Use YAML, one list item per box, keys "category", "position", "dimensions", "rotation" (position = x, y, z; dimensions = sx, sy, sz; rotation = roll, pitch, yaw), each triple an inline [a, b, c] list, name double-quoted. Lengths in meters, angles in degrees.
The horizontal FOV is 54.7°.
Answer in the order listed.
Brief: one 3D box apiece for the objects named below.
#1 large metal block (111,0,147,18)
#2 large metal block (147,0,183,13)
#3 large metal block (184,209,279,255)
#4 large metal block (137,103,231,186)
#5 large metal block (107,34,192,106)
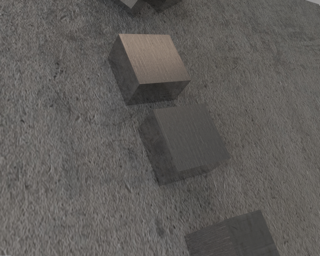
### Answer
- category: "large metal block"
  position: [-0.050, -0.234, 0.477]
  dimensions: [0.080, 0.050, 0.080]
  rotation: [38, 93, -3]
- category: "large metal block"
  position: [0.002, -0.261, 0.548]
  dimensions: [0.080, 0.050, 0.080]
  rotation: [44, 51, 2]
- category: "large metal block"
  position: [0.077, 0.140, 0.325]
  dimensions: [0.050, 0.080, 0.080]
  rotation: [-4, 64, -30]
- category: "large metal block"
  position: [0.029, 0.019, 0.391]
  dimensions: [0.081, 0.050, 0.080]
  rotation: [-9, 66, -32]
- category: "large metal block"
  position: [-0.016, -0.082, 0.429]
  dimensions: [0.081, 0.050, 0.080]
  rotation: [-10, 67, -32]
